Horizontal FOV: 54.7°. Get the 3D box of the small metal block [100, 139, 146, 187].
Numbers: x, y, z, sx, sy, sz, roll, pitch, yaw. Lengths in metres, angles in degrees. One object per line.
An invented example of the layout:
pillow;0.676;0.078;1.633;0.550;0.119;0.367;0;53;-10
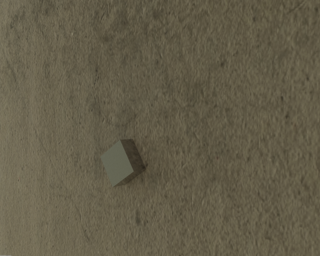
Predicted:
small metal block;-0.054;0.050;0.447;0.050;0.025;0.050;-39;66;32
